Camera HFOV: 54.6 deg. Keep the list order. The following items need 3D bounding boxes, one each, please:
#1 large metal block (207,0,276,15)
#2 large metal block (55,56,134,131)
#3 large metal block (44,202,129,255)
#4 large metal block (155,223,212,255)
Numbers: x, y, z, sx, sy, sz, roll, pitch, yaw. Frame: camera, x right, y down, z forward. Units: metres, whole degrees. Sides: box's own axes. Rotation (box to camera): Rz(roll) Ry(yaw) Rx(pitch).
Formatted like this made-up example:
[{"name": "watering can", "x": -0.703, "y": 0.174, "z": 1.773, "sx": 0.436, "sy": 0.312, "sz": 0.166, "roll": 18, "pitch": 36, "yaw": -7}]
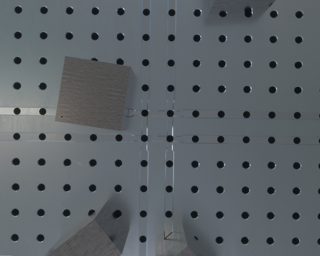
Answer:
[{"name": "large metal block", "x": 0.103, "y": -0.198, "z": 0.401, "sx": 0.080, "sy": 0.050, "sz": 0.080, "roll": -4, "pitch": 90, "yaw": 0}, {"name": "large metal block", "x": -0.081, "y": -0.042, "z": 0.400, "sx": 0.080, "sy": 0.050, "sz": 0.080, "roll": 9, "pitch": 90, "yaw": 0}, {"name": "large metal block", "x": -0.089, "y": 0.146, "z": 0.385, "sx": 0.080, "sy": 0.080, "sz": 0.050, "roll": -38, "pitch": 90, "yaw": 0}, {"name": "large metal block", "x": 0.039, "y": 0.178, "z": 0.386, "sx": 0.050, "sy": 0.080, "sz": 0.080, "roll": -42, "pitch": 90, "yaw": 0}]
